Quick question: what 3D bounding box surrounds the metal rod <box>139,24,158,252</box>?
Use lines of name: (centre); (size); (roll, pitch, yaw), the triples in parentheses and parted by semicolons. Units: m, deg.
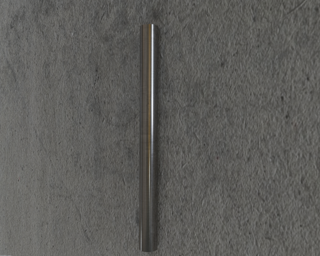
metal rod: (-0.015, 0.013, 0.417); (0.025, 0.025, 0.298); (0, 90, 39)
